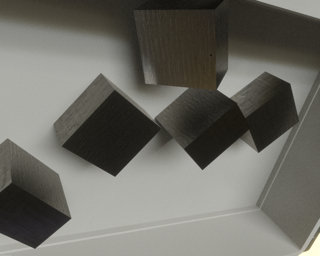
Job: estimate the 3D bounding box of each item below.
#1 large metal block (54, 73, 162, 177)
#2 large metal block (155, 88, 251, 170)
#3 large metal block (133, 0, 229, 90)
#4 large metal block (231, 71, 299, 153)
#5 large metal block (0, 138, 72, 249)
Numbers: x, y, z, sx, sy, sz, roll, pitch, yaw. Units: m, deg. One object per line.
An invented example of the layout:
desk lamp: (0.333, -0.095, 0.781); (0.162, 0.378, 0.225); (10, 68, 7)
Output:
large metal block: (-0.060, -0.002, 0.359); (0.080, 0.050, 0.080); (-46, 130, 4)
large metal block: (0.053, -0.007, 0.400); (0.080, 0.080, 0.050); (-41, 130, 0)
large metal block: (0.026, -0.090, 0.324); (0.050, 0.080, 0.079); (-55, 146, -47)
large metal block: (0.153, -0.023, 0.464); (0.080, 0.050, 0.080); (-37, 130, -4)
large metal block: (-0.150, 0.070, 0.335); (0.050, 0.080, 0.080); (-40, 130, -1)
